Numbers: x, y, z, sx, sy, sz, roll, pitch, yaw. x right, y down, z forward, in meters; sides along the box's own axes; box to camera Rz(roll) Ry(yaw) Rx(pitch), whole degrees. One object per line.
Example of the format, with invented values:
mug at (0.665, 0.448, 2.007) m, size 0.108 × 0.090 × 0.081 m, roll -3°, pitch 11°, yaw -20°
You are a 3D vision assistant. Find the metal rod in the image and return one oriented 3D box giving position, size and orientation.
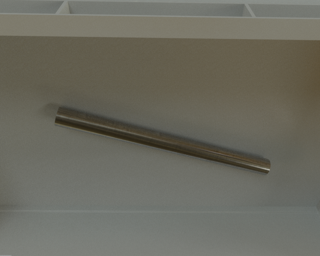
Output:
metal rod at (0.013, 0.021, 0.425) m, size 0.302 × 0.025 × 0.025 m, roll 14°, pitch 129°, yaw -12°
